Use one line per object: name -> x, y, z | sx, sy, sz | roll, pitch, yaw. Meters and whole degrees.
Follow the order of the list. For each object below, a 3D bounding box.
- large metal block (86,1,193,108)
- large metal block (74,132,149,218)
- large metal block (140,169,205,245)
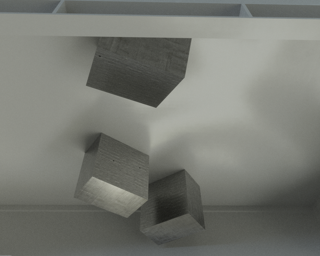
large metal block -> -0.024, -0.068, 0.313 | 0.081, 0.050, 0.080 | 17, 158, -15
large metal block -> -0.063, 0.065, 0.427 | 0.080, 0.080, 0.050 | 29, 124, -23
large metal block -> 0.018, 0.122, 0.477 | 0.080, 0.080, 0.050 | -26, 126, 20
